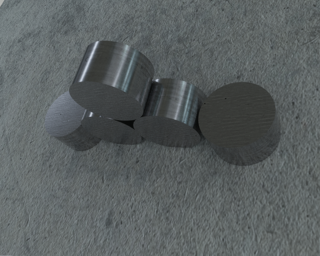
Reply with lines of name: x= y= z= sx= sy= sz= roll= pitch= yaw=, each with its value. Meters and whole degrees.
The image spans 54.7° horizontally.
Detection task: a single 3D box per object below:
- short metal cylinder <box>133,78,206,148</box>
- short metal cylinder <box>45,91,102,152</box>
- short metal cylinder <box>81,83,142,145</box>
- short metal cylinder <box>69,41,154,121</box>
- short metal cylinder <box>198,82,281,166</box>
short metal cylinder: x=0.014 y=-0.016 z=0.373 sx=0.080 sy=0.080 sz=0.050 roll=0 pitch=61 yaw=28
short metal cylinder: x=-0.121 y=-0.012 z=0.460 sx=0.080 sy=0.050 sz=0.080 roll=-13 pitch=57 yaw=21
short metal cylinder: x=-0.057 y=-0.017 z=0.411 sx=0.080 sy=0.080 sz=0.050 roll=0 pitch=62 yaw=28
short metal cylinder: x=-0.051 y=-0.049 z=0.338 sx=0.080 sy=0.080 sz=0.050 roll=1 pitch=63 yaw=28
short metal cylinder: x=0.089 y=-0.004 z=0.344 sx=0.080 sy=0.050 sz=0.080 roll=-13 pitch=57 yaw=21
